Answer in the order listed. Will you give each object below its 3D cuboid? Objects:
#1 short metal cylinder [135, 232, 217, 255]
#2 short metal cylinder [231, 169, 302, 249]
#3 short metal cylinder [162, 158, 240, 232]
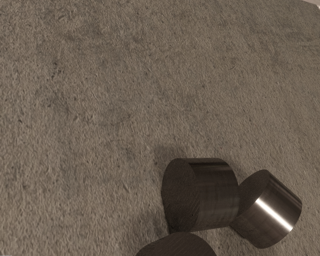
[{"bbox_3d":[0.015,0.149,0.306,0.081,0.050,0.080,14,56,-21],"label":"short metal cylinder"},{"bbox_3d":[0.122,0.097,0.377,0.050,0.080,0.080,42,51,0],"label":"short metal cylinder"},{"bbox_3d":[0.043,0.074,0.348,0.050,0.080,0.080,2,61,-27],"label":"short metal cylinder"}]
